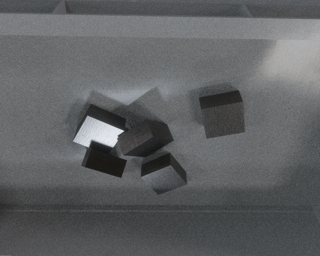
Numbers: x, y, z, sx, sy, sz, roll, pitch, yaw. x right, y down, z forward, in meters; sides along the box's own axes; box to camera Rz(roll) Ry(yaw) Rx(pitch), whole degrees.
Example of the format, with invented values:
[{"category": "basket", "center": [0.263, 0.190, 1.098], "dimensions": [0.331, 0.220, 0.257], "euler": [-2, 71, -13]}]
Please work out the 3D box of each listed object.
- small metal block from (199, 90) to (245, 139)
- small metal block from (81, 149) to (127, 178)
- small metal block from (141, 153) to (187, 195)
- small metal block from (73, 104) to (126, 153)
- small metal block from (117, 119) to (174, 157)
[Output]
[{"category": "small metal block", "center": [0.080, -0.017, 0.396], "dimensions": [0.050, 0.025, 0.050], "euler": [-10, 130, 8]}, {"category": "small metal block", "center": [-0.079, 0.049, 0.432], "dimensions": [0.050, 0.025, 0.050], "euler": [20, 168, -17]}, {"category": "small metal block", "center": [0.006, 0.070, 0.469], "dimensions": [0.050, 0.025, 0.050], "euler": [-25, 126, 19]}, {"category": "small metal block", "center": [-0.080, 0.003, 0.410], "dimensions": [0.050, 0.025, 0.050], "euler": [24, 126, -20]}, {"category": "small metal block", "center": [-0.018, 0.015, 0.406], "dimensions": [0.050, 0.025, 0.050], "euler": [-33, 157, 24]}]
